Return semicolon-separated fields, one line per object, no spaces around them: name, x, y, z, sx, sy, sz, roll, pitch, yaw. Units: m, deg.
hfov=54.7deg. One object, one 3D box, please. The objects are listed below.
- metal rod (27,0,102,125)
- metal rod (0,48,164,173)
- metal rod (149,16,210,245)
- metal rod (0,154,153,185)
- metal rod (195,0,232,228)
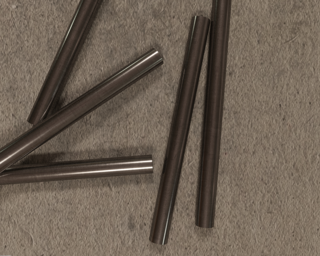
metal rod;-0.102;-0.142;0.408;0.025;0.025;0.299;24;90;-1
metal rod;-0.125;-0.010;0.394;0.301;0.025;0.025;-35;90;-6
metal rod;0.026;0.003;0.410;0.025;0.025;0.298;11;90;-1
metal rod;-0.160;0.059;0.407;0.302;0.025;0.025;-4;90;-1
metal rod;0.071;-0.020;0.410;0.025;0.025;0.298;4;90;-1
